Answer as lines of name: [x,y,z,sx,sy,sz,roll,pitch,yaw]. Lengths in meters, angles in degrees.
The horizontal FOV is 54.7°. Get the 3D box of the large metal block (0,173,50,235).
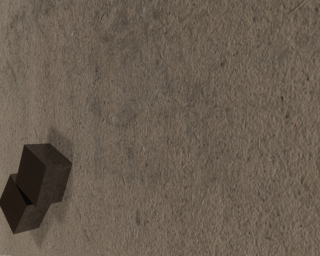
large metal block: [-0.262,0.143,0.601,0.080,0.050,0.080,46,117,30]

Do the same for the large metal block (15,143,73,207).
large metal block: [-0.211,0.082,0.559,0.080,0.050,0.079,30,109,35]
